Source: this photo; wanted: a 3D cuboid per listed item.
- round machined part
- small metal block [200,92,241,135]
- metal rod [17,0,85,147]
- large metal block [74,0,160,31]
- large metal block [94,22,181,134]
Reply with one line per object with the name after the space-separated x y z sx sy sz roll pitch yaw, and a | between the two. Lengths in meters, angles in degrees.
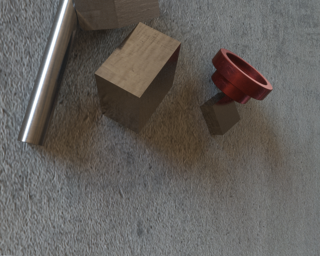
0.118 -0.074 0.469 0.099 0.098 0.042 12 127 -39 | round machined part
0.095 -0.023 0.484 0.050 0.025 0.050 -36 113 -34 | small metal block
-0.093 -0.129 0.326 0.025 0.025 0.299 21 77 -38 | metal rod
-0.047 -0.151 0.325 0.080 0.050 0.079 -41 130 -50 | large metal block
-0.023 -0.052 0.341 0.050 0.080 0.080 29 65 9 | large metal block
